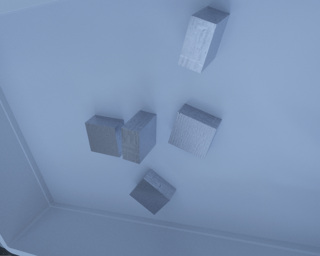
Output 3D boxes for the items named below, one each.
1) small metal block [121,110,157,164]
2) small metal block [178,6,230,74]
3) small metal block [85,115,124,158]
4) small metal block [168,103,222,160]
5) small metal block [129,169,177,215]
[{"bbox_3d":[-0.027,0.011,0.414,0.025,0.050,0.050,15,125,20],"label":"small metal block"},{"bbox_3d":[0.045,-0.090,0.313,0.025,0.050,0.050,25,127,13],"label":"small metal block"},{"bbox_3d":[-0.078,0.012,0.457,0.050,0.025,0.050,9,123,23],"label":"small metal block"},{"bbox_3d":[0.043,0.004,0.389,0.050,0.025,0.050,25,127,12],"label":"small metal block"},{"bbox_3d":[-0.011,0.098,0.476,0.050,0.025,0.050,39,129,1],"label":"small metal block"}]
